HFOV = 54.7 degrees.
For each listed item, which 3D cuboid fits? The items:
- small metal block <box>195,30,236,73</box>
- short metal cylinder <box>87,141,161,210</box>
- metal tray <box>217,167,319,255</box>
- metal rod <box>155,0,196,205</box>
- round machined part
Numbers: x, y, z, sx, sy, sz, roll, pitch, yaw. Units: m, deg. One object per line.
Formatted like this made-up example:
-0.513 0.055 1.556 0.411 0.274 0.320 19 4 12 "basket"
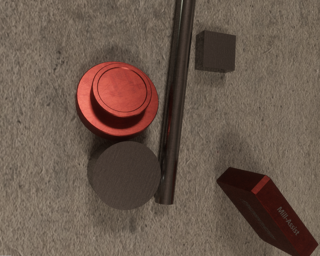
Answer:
0.078 -0.107 0.439 0.050 0.025 0.050 3 89 -21 "small metal block"
-0.045 0.055 0.380 0.081 0.050 0.079 0 90 -21 "short metal cylinder"
0.145 0.116 0.430 0.030 0.090 0.130 -42 104 -15 "metal tray"
0.022 -0.049 0.418 0.025 0.025 0.298 7 88 -20 "metal rod"
-0.048 -0.037 0.367 0.099 0.042 0.098 7 68 -17 "round machined part"
